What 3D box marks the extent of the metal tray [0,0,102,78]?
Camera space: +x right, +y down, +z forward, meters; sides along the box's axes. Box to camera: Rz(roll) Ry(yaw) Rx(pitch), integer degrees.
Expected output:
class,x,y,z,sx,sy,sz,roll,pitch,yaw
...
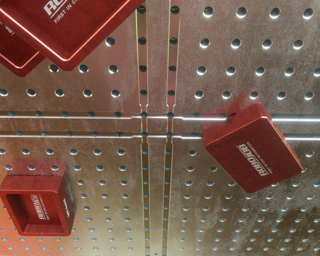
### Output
class,x,y,z,sx,sy,sz,roll,pitch,yaw
metal tray,-0.131,-0.120,0.305,0.130,0.030,0.090,-32,124,24

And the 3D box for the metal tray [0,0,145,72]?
class,x,y,z,sx,sy,sz,roll,pitch,yaw
metal tray,-0.072,-0.120,0.264,0.130,0.030,0.090,-36,122,24

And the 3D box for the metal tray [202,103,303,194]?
class,x,y,z,sx,sy,sz,roll,pitch,yaw
metal tray,0.132,0.034,0.438,0.090,0.030,0.130,-30,124,23

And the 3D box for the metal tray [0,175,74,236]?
class,x,y,z,sx,sy,sz,roll,pitch,yaw
metal tray,-0.202,0.134,0.519,0.090,0.030,0.129,1,130,-1
